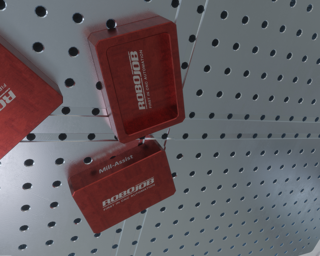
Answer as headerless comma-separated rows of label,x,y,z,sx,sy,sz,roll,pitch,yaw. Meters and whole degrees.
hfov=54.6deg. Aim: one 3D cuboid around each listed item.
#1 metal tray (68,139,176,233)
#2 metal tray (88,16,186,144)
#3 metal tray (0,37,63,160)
metal tray,-0.048,0.082,0.432,0.131,0.030,0.090,-25,127,-13
metal tray,-0.021,-0.053,0.362,0.091,0.030,0.129,-21,126,-16
metal tray,-0.174,-0.017,0.302,0.130,0.030,0.090,-42,129,1
